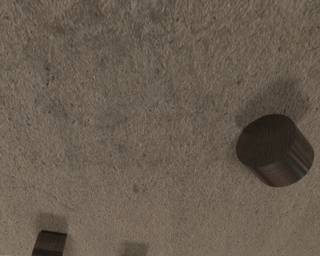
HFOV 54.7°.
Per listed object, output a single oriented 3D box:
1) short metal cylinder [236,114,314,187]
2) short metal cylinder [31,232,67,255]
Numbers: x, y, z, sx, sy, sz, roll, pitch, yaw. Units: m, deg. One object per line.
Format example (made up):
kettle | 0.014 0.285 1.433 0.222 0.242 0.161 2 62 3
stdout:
short metal cylinder | 0.146 0.029 0.398 0.080 0.080 0.050 -34 123 25
short metal cylinder | -0.207 0.237 0.570 0.050 0.080 0.079 14 129 -12
